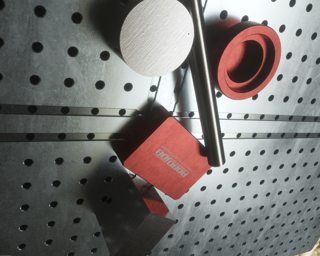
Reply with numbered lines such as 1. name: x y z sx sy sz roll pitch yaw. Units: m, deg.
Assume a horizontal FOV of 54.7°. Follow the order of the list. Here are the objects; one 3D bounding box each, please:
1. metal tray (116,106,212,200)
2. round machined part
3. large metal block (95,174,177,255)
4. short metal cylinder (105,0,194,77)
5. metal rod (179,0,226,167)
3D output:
1. metal tray: 0.014 0.040 0.440 0.090 0.030 0.130 -46 129 3
2. round machined part: 0.104 -0.089 0.402 0.099 0.042 0.097 -14 124 -21
3. large metal block: -0.036 0.126 0.434 0.050 0.080 0.080 33 100 -38
4. short metal cylinder: -0.012 -0.100 0.326 0.081 0.050 0.079 -14 124 -21
5. metal rod: 0.048 -0.077 0.369 0.025 0.025 0.298 -23 121 -14
